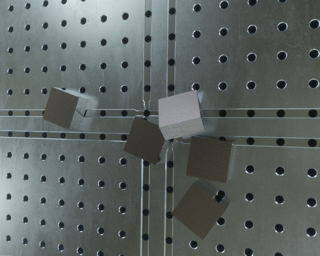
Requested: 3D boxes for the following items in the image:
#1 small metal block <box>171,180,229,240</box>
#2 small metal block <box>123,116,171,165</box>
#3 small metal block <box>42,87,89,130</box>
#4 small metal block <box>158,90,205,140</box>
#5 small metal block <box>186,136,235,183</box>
[{"bbox_3d":[0.051,0.103,0.395,0.050,0.025,0.050,37,102,16],"label":"small metal block"},{"bbox_3d":[-0.015,0.016,0.418,0.050,0.025,0.050,22,97,18],"label":"small metal block"},{"bbox_3d":[-0.141,-0.029,0.463,0.050,0.025,0.050,21,97,18],"label":"small metal block"},{"bbox_3d":[0.026,-0.016,0.386,0.050,0.025,0.050,-13,45,12],"label":"small metal block"},{"bbox_3d":[0.064,0.038,0.390,0.050,0.025,0.050,9,93,19],"label":"small metal block"}]
